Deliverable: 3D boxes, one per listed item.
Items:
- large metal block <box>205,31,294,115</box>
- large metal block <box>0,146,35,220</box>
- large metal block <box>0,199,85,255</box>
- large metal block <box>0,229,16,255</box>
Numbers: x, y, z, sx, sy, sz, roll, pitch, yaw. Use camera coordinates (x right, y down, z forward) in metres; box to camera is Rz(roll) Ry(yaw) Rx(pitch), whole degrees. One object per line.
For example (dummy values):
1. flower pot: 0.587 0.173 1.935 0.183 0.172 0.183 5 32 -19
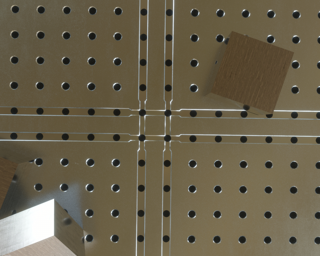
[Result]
1. large metal block: 0.113 -0.068 0.402 0.080 0.050 0.080 19 90 -1
2. large metal block: -0.223 0.066 0.398 0.080 0.050 0.080 21 90 -1
3. large metal block: -0.147 0.142 0.379 0.080 0.050 0.080 -22 132 0
4. large metal block: -0.228 0.177 0.383 0.050 0.080 0.080 9 90 0
